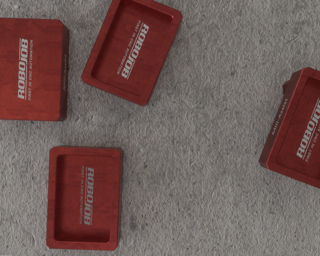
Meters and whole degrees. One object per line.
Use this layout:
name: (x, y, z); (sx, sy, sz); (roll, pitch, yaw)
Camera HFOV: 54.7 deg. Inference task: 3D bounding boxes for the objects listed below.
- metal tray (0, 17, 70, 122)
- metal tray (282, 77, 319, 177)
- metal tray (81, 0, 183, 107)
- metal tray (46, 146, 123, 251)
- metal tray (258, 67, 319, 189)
metal tray: (-0.170, -0.074, 0.406); (0.091, 0.030, 0.129); (2, 90, 0)
metal tray: (0.221, -0.005, 0.409); (0.091, 0.030, 0.129); (-8, 90, 0)
metal tray: (-0.036, -0.103, 0.406); (0.090, 0.030, 0.129); (22, 90, 0)
metal tray: (-0.097, 0.090, 0.406); (0.091, 0.030, 0.129); (2, 90, 0)
metal tray: (0.188, 0.002, 0.378); (0.090, 0.030, 0.129); (21, 90, 0)
